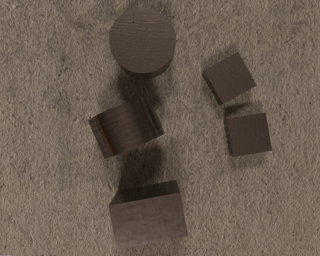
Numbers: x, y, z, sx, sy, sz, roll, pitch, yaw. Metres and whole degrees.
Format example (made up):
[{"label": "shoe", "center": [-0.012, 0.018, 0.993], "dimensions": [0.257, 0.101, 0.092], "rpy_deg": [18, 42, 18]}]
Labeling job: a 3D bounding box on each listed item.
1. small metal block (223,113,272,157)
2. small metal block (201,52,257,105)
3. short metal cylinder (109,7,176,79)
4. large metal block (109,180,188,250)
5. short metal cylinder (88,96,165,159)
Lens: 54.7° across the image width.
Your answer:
[{"label": "small metal block", "center": [0.116, 0.009, 0.412], "dimensions": [0.050, 0.025, 0.050], "rpy_deg": [-10, 90, -1]}, {"label": "small metal block", "center": [0.091, -0.065, 0.411], "dimensions": [0.050, 0.025, 0.050], "rpy_deg": [-29, 90, -1]}, {"label": "short metal cylinder", "center": [-0.021, -0.106, 0.397], "dimensions": [0.081, 0.050, 0.079], "rpy_deg": [0, 90, -1]}, {"label": "large metal block", "center": [-0.013, 0.103, 0.382], "dimensions": [0.080, 0.080, 0.050], "rpy_deg": [-10, 90, 0]}, {"label": "short metal cylinder", "center": [-0.041, -0.001, 0.382], "dimensions": [0.080, 0.080, 0.050], "rpy_deg": [-23, 90, 0]}]
